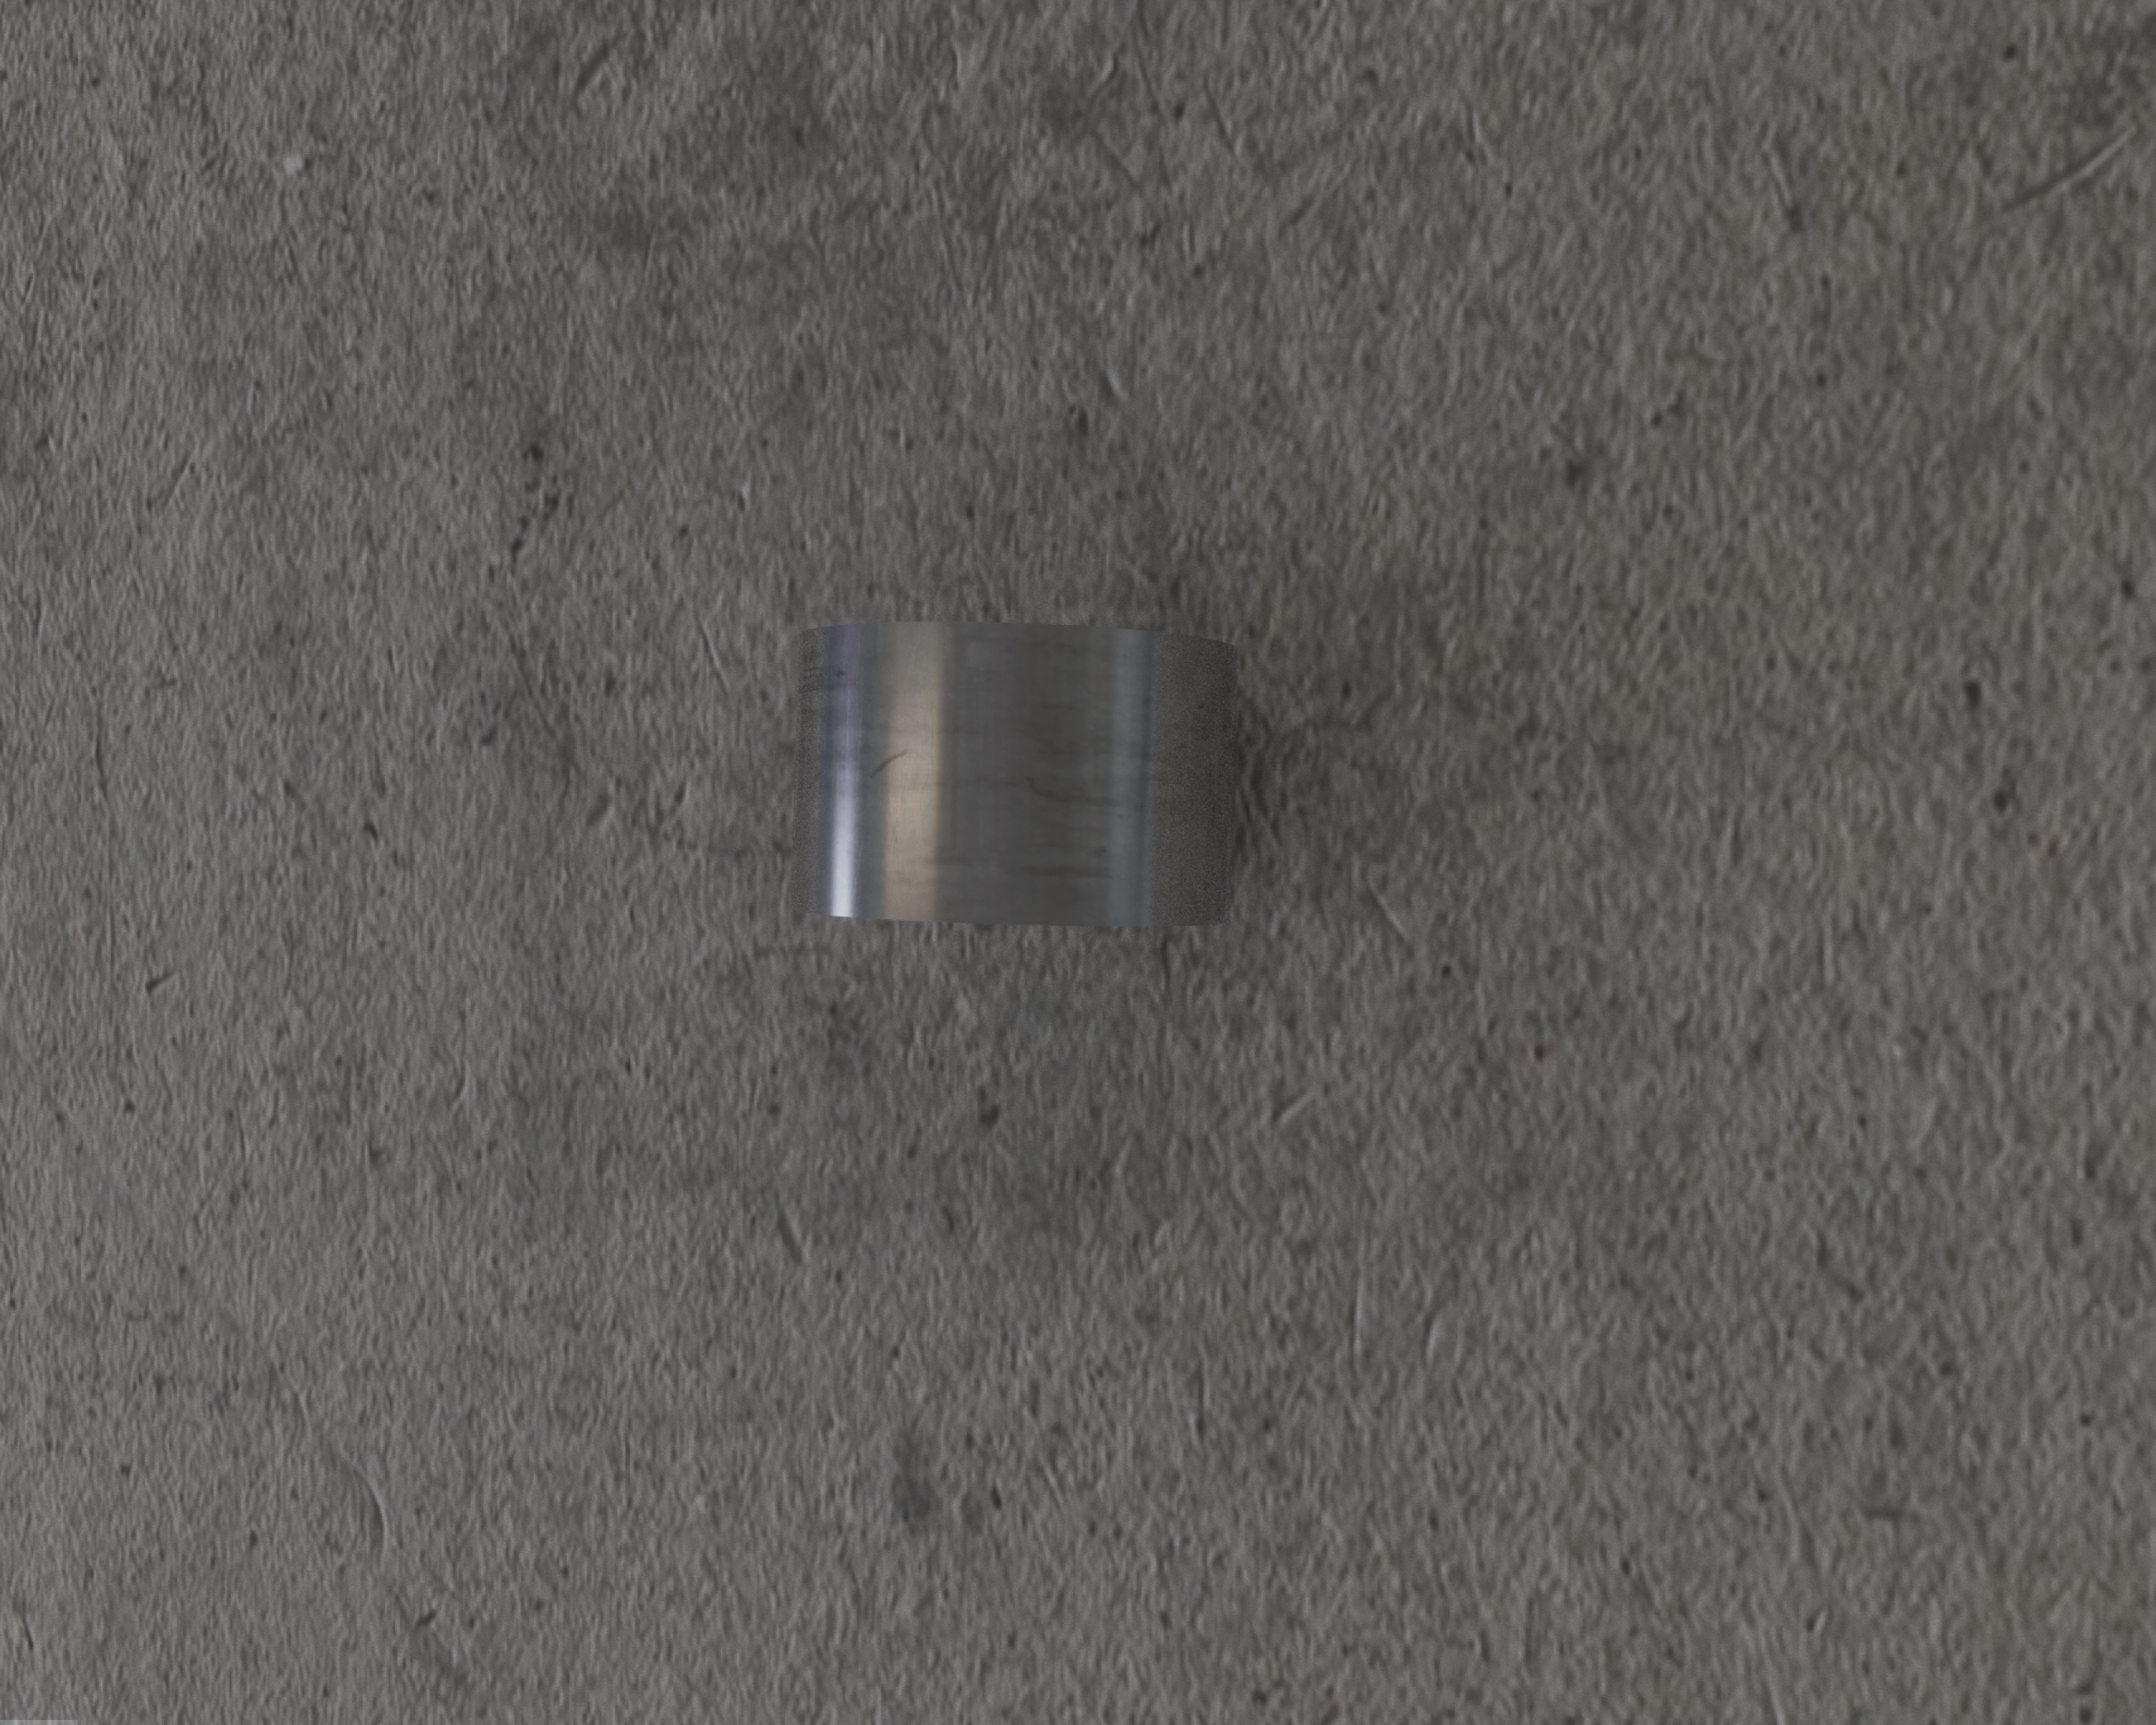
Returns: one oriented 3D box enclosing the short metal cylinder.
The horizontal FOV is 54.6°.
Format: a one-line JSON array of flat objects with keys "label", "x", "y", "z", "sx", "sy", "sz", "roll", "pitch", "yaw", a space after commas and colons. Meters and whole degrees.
[{"label": "short metal cylinder", "x": -0.011, "y": -0.015, "z": 0.384, "sx": 0.080, "sy": 0.080, "sz": 0.050, "roll": 2, "pitch": 91, "yaw": 20}]
